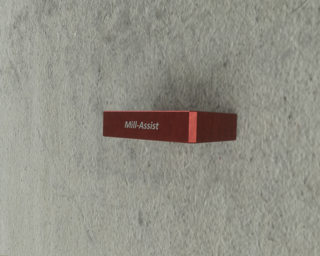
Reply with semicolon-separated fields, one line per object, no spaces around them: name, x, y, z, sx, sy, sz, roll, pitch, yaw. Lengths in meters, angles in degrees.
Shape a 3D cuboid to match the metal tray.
metal tray;0.009;-0.003;0.355;0.130;0.091;0.030;3;92;40
